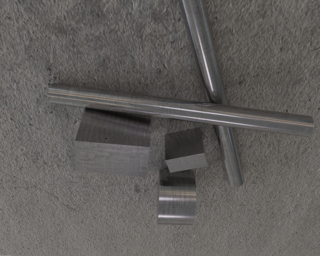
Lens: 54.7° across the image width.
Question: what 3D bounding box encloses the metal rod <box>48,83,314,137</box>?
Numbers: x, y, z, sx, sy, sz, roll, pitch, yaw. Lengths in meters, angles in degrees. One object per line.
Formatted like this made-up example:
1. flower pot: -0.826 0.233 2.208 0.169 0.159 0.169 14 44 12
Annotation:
1. metal rod: 0.021 -0.022 0.363 0.302 0.025 0.025 8 130 3

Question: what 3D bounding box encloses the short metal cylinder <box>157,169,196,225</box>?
1. short metal cylinder: 0.022 0.102 0.458 0.050 0.080 0.079 2 130 -2

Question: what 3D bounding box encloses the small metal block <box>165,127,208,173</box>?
1. small metal block: 0.034 0.029 0.416 0.050 0.050 0.025 -12 129 10

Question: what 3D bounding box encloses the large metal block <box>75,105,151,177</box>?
1. large metal block: -0.054 0.010 0.379 0.081 0.080 0.050 5 130 -5

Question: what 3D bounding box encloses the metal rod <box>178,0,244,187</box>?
1. metal rod: 0.072 -0.027 0.384 0.025 0.025 0.299 -14 129 11
